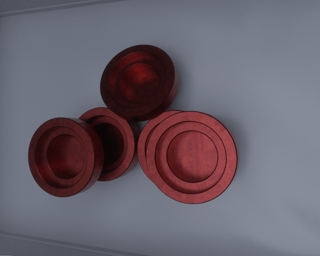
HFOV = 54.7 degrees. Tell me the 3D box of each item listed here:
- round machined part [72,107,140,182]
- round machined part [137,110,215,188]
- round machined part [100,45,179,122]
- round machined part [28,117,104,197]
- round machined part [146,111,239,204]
[{"bbox_3d":[-0.070,0.021,0.425,0.098,0.042,0.097,0,90,20],"label":"round machined part"},{"bbox_3d":[0.025,0.027,0.392,0.098,0.042,0.097,0,90,20],"label":"round machined part"},{"bbox_3d":[-0.023,-0.053,0.397,0.098,0.042,0.098,-6,70,16],"label":"round machined part"},{"bbox_3d":[-0.114,0.035,0.396,0.098,0.042,0.097,0,90,20],"label":"round machined part"},{"bbox_3d":[0.038,0.031,0.342,0.098,0.042,0.097,0,90,20],"label":"round machined part"}]
